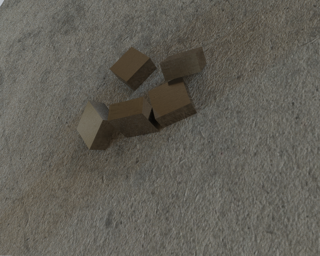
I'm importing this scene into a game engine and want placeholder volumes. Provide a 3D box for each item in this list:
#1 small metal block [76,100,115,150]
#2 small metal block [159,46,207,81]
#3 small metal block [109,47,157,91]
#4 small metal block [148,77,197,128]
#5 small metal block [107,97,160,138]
[{"bbox_3d":[-0.090,-0.004,0.439,0.050,0.025,0.050,47,119,39],"label":"small metal block"},{"bbox_3d":[0.033,-0.089,0.425,0.050,0.025,0.050,-12,19,22],"label":"small metal block"},{"bbox_3d":[-0.042,-0.093,0.483,0.050,0.025,0.050,-47,51,-5],"label":"small metal block"},{"bbox_3d":[0.016,-0.035,0.417,0.050,0.025,0.050,-24,53,13],"label":"small metal block"},{"bbox_3d":[-0.034,-0.013,0.413,0.050,0.050,0.025,-11,57,22],"label":"small metal block"}]
